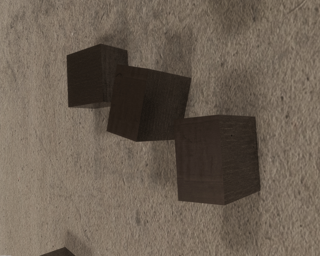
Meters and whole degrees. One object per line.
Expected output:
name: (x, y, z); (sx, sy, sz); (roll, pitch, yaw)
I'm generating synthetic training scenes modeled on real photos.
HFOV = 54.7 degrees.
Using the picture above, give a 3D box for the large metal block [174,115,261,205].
large metal block: (0.061, 0.029, 0.318); (0.050, 0.081, 0.080); (-5, 87, 39)

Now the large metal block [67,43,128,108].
large metal block: (-0.093, -0.073, 0.463); (0.080, 0.050, 0.080); (-4, 87, 39)

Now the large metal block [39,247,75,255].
large metal block: (-0.165, 0.264, 0.522); (0.080, 0.050, 0.079); (19, 102, 38)

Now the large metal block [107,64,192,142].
large metal block: (-0.012, -0.029, 0.377); (0.050, 0.081, 0.079); (17, 101, 38)
